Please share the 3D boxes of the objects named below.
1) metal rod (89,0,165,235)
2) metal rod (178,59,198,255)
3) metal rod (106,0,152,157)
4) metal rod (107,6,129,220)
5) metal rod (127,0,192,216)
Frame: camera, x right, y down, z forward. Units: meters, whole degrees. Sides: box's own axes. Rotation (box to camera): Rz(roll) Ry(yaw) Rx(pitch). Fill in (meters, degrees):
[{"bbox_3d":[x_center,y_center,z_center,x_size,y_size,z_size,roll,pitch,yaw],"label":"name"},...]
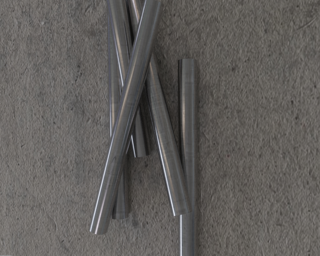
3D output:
[{"bbox_3d":[-0.045,-0.007,0.390,0.025,0.025,0.298,18,99,19],"label":"metal rod"},{"bbox_3d":[0.036,0.063,0.396,0.025,0.025,0.298,0,90,20],"label":"metal rod"},{"bbox_3d":[-0.048,-0.110,0.407,0.025,0.025,0.298,-8,94,20],"label":"metal rod"},{"bbox_3d":[-0.059,-0.026,0.429,0.025,0.025,0.298,-1,90,20],"label":"metal rod"},{"bbox_3d":[-0.006,-0.041,0.396,0.025,0.025,0.299,-16,79,19],"label":"metal rod"}]
